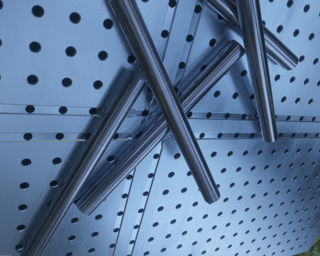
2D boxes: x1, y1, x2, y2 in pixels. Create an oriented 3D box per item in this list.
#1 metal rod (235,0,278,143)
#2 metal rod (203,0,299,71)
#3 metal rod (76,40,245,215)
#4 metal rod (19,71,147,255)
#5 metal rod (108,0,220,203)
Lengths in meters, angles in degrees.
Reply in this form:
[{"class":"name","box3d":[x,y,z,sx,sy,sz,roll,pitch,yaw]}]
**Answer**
[{"class":"metal rod","box3d":[0.134,-0.075,0.418,0.025,0.025,0.299,-36,136,-5]},{"class":"metal rod","box3d":[0.082,-0.143,0.368,0.302,0.025,0.025,23,106,-37]},{"class":"metal rod","box3d":[-0.001,0.002,0.413,0.300,0.025,0.025,-46,130,4]},{"class":"metal rod","box3d":[-0.105,0.063,0.393,0.025,0.025,0.299,23,106,-37]},{"class":"metal rod","box3d":[0.018,-0.016,0.382,0.025,0.025,0.299,-31,120,-8]}]
